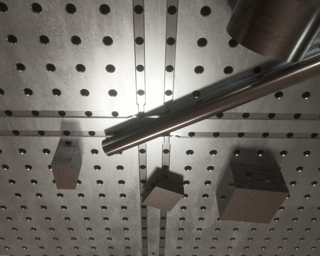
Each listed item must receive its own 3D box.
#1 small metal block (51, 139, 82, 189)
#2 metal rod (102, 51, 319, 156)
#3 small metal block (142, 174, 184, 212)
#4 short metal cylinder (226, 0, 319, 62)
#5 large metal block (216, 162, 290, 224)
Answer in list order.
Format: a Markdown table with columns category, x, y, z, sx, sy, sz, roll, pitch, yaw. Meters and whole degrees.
| category | x | y | z | sx | sy | sz | roll | pitch | yaw |
| --- | --- | --- | --- | --- | --- | --- | --- | --- | --- |
| small metal block | -0.130 | 0.051 | 0.437 | 0.025 | 0.050 | 0.050 | 2 | 130 | -2 |
| metal rod | 0.059 | -0.025 | 0.391 | 0.300 | 0.025 | 0.025 | -22 | 127 | 17 |
| small metal block | 0.005 | 0.106 | 0.502 | 0.050 | 0.025 | 0.050 | 21 | 127 | -17 |
| short metal cylinder | 0.109 | -0.104 | 0.289 | 0.081 | 0.080 | 0.050 | 11 | 129 | -10 |
| large metal block | 0.141 | 0.103 | 0.485 | 0.081 | 0.050 | 0.079 | 6 | 130 | -6 |
